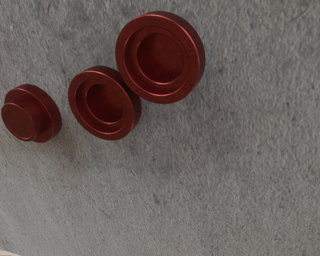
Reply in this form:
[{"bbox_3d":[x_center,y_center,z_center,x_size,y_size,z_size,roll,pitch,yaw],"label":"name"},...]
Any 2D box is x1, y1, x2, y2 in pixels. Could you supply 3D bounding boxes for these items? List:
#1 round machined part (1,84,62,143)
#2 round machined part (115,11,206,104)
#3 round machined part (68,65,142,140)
[{"bbox_3d":[-0.210,-0.017,0.493,0.098,0.042,0.097,13,124,20],"label":"round machined part"},{"bbox_3d":[0.004,-0.079,0.344,0.098,0.042,0.097,13,124,20],"label":"round machined part"},{"bbox_3d":[-0.068,-0.036,0.408,0.098,0.042,0.097,13,124,20],"label":"round machined part"}]
